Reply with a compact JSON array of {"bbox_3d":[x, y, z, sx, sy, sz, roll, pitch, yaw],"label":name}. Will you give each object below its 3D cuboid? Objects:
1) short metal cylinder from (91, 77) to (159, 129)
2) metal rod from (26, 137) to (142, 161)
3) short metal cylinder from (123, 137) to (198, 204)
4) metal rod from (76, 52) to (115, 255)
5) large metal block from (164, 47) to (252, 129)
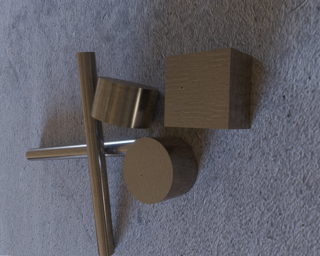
[{"bbox_3d":[-0.046,-0.034,0.407,0.080,0.081,0.050,22,104,38],"label":"short metal cylinder"},{"bbox_3d":[-0.139,0.039,0.519,0.300,0.025,0.025,-7,86,39],"label":"metal rod"},{"bbox_3d":[0.000,0.051,0.389,0.080,0.050,0.079,0,90,40],"label":"short metal cylinder"},{"bbox_3d":[-0.092,0.043,0.448,0.025,0.025,0.298,4,102,40],"label":"metal rod"},{"bbox_3d":[0.053,-0.040,0.345,0.080,0.050,0.079,3,92,40],"label":"large metal block"}]
